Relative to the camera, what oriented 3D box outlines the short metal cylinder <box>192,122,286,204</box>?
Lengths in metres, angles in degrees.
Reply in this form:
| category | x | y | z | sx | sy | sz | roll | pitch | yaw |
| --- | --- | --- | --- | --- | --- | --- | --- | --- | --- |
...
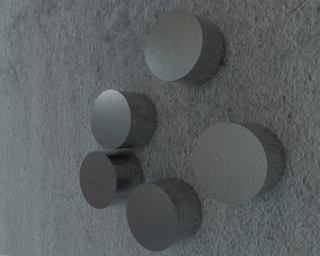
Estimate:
| category | x | y | z | sx | sy | sz | roll | pitch | yaw |
| --- | --- | --- | --- | --- | --- | --- | --- | --- | --- |
| short metal cylinder | 0.081 | 0.034 | 0.322 | 0.080 | 0.050 | 0.080 | 0 | 90 | 40 |

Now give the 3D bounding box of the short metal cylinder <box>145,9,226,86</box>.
| category | x | y | z | sx | sy | sz | roll | pitch | yaw |
| --- | --- | --- | --- | --- | --- | --- | --- | --- | --- |
| short metal cylinder | 0.029 | -0.092 | 0.364 | 0.080 | 0.050 | 0.080 | 0 | 90 | 40 |

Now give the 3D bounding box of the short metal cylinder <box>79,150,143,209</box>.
| category | x | y | z | sx | sy | sz | roll | pitch | yaw |
| --- | --- | --- | --- | --- | --- | --- | --- | --- | --- |
| short metal cylinder | -0.071 | 0.072 | 0.448 | 0.080 | 0.050 | 0.080 | 0 | 90 | 40 |

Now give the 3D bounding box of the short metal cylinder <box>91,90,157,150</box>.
| category | x | y | z | sx | sy | sz | roll | pitch | yaw |
| --- | --- | --- | --- | --- | --- | --- | --- | --- | --- |
| short metal cylinder | -0.051 | -0.011 | 0.431 | 0.080 | 0.050 | 0.080 | 0 | 90 | 40 |

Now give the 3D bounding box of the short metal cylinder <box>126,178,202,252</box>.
| category | x | y | z | sx | sy | sz | roll | pitch | yaw |
| --- | --- | --- | --- | --- | --- | --- | --- | --- | --- |
| short metal cylinder | 0.005 | 0.105 | 0.385 | 0.080 | 0.050 | 0.080 | 0 | 90 | 40 |
